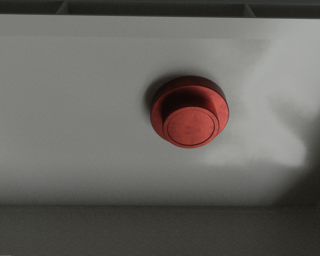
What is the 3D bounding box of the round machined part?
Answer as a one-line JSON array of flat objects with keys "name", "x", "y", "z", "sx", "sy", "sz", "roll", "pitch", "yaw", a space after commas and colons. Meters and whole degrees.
[{"name": "round machined part", "x": 0.037, "y": -0.012, "z": 0.388, "sx": 0.099, "sy": 0.042, "sz": 0.097, "roll": 0, "pitch": 130, "yaw": 0}]
